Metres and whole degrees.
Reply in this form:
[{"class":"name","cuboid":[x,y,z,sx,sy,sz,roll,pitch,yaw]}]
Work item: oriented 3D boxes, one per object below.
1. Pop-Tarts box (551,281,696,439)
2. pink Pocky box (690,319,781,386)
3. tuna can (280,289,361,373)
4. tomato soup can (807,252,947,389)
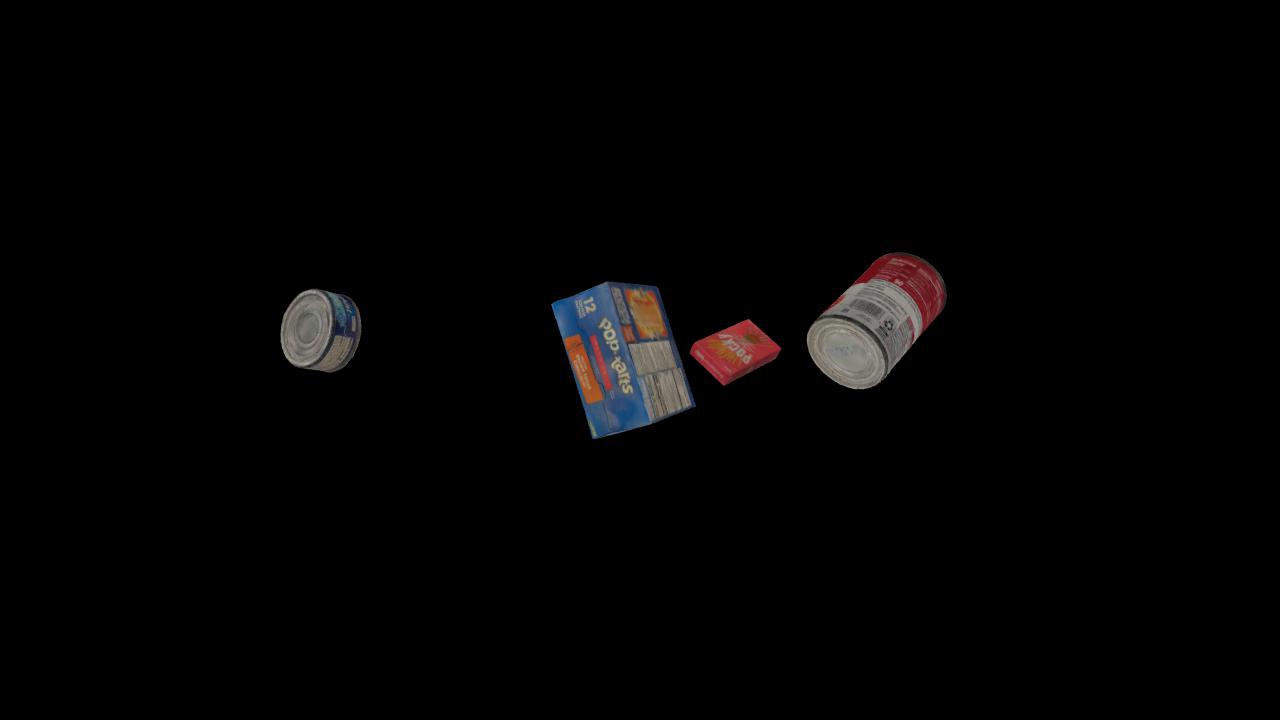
[{"class":"Pop-Tarts box","cuboid":[-0.016,-0.002,0.750,0.083,0.167,0.141,-20,-5,25]},{"class":"pink Pocky box","cuboid":[0.163,-0.016,1.034,0.155,0.029,0.084,-23,58,-41]},{"class":"tuna can","cuboid":[-0.331,-0.031,0.635,0.084,0.084,0.034,0,-8,27]},{"class":"tomato soup can","cuboid":[0.186,-0.031,0.483,0.101,0.068,0.068,-40,22,-29]}]
